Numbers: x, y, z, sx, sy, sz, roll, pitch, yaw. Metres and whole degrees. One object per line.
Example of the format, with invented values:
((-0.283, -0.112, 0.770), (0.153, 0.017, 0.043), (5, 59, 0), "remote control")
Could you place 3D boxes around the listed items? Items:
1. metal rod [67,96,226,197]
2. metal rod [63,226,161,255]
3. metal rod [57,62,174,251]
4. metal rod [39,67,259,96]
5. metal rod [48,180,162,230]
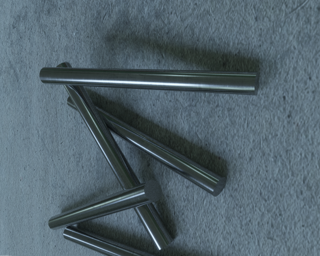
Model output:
((-0.040, 0.010, 0.437), (0.300, 0.025, 0.025), (28, 108, 36), "metal rod")
((-0.040, 0.181, 0.437), (0.300, 0.025, 0.025), (0, 90, 40), "metal rod")
((-0.071, 0.029, 0.437), (0.025, 0.025, 0.299), (-42, 73, 32), "metal rod")
((-0.033, -0.062, 0.389), (0.301, 0.025, 0.025), (7, 94, 26), "metal rod")
((-0.099, 0.122, 0.457), (0.299, 0.025, 0.025), (-29, 72, 45), "metal rod")
